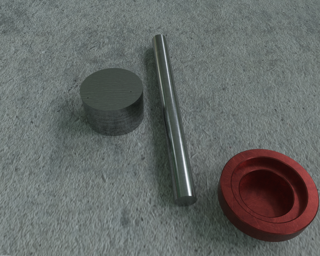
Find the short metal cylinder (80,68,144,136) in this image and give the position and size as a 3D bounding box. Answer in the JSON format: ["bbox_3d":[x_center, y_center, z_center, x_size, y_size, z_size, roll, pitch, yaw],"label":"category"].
[{"bbox_3d":[-0.062,-0.036,0.416,0.081,0.050,0.080,0,50,0],"label":"short metal cylinder"}]

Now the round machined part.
[{"bbox_3d":[0.111,0.074,0.332,0.099,0.042,0.098,0,50,0],"label":"round machined part"}]

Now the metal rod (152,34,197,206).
[{"bbox_3d":[0.013,-0.035,0.432,0.025,0.025,0.300,-4,50,-4],"label":"metal rod"}]
